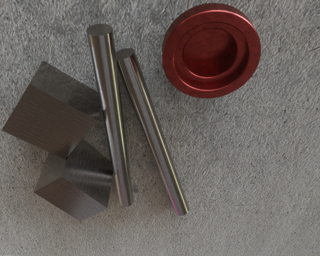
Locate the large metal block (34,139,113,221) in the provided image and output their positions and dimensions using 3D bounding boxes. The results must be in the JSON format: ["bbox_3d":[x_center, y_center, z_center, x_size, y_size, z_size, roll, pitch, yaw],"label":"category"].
[{"bbox_3d":[-0.113,0.067,0.427,0.050,0.080,0.080,-29,125,22],"label":"large metal block"}]

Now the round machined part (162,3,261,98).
[{"bbox_3d":[0.052,-0.083,0.327,0.099,0.042,0.097,-1,130,0],"label":"round machined part"}]

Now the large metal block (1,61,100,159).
[{"bbox_3d":[-0.127,-0.019,0.373,0.080,0.050,0.080,30,124,-24],"label":"large metal block"}]

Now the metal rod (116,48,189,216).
[{"bbox_3d":[-0.001,0.029,0.431,0.025,0.025,0.299,-12,130,9],"label":"metal rod"}]

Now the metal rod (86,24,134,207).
[{"bbox_3d":[-0.057,0.012,0.403,0.025,0.025,0.298,-1,134,0],"label":"metal rod"}]
